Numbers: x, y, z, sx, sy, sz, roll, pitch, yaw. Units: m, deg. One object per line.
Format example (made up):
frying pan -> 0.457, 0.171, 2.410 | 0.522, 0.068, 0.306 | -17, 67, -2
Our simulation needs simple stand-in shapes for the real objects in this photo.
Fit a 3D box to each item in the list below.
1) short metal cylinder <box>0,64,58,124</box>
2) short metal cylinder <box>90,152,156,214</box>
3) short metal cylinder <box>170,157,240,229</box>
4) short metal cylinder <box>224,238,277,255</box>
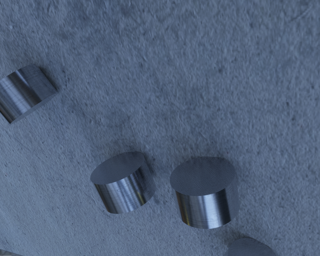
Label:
short metal cylinder -> -0.195, -0.048, 0.442 | 0.080, 0.080, 0.050 | -26, 104, 37
short metal cylinder -> -0.052, 0.076, 0.444 | 0.080, 0.080, 0.050 | -7, 115, 31
short metal cylinder -> 0.057, 0.079, 0.389 | 0.080, 0.080, 0.050 | 1, 119, 27
short metal cylinder -> 0.123, 0.203, 0.431 | 0.080, 0.080, 0.050 | 26, 127, 11
